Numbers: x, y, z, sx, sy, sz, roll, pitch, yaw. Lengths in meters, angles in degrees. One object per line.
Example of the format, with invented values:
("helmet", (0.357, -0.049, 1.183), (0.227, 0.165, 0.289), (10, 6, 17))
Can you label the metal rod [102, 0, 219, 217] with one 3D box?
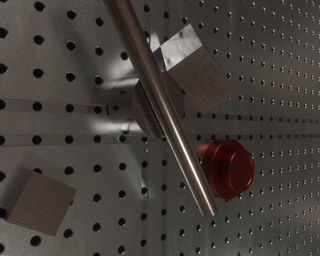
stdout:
("metal rod", (0.006, -0.021, 0.350), (0.025, 0.025, 0.299), (-39, 114, -33))

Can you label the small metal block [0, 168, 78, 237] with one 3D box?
("small metal block", (-0.120, 0.074, 0.310), (0.050, 0.025, 0.050), (35, 68, -35))

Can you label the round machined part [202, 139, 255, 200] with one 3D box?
("round machined part", (0.115, 0.067, 0.498), (0.099, 0.042, 0.097), (0, 90, -40))

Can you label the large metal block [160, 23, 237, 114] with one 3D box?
("large metal block", (0.049, -0.079, 0.409), (0.080, 0.050, 0.080), (45, 20, -31))

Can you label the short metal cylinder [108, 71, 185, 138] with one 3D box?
("short metal cylinder", (-0.016, -0.028, 0.381), (0.081, 0.050, 0.079), (0, 91, -40))
